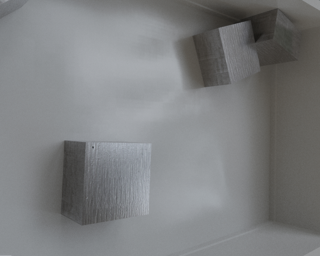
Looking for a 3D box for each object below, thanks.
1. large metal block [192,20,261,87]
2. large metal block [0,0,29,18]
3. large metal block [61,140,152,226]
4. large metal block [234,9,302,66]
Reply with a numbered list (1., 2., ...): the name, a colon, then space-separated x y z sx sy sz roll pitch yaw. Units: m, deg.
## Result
1. large metal block: 0.104 -0.114 0.477 0.081 0.050 0.080 -26 106 -37
2. large metal block: -0.146 -0.134 0.248 0.050 0.080 0.080 -48 119 -29
3. large metal block: -0.058 0.055 0.342 0.081 0.050 0.080 4 88 -40
4. large metal block: 0.177 -0.146 0.518 0.080 0.080 0.050 20 78 -39
